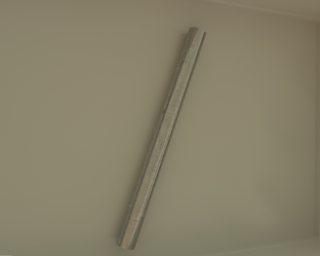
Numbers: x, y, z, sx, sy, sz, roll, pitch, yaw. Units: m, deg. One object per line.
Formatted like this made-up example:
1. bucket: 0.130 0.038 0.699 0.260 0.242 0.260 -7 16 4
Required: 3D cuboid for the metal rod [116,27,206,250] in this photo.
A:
1. metal rod: 0.004 0.008 0.409 0.025 0.025 0.299 21 83 -19
